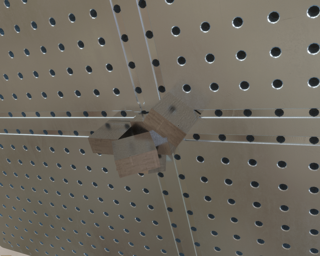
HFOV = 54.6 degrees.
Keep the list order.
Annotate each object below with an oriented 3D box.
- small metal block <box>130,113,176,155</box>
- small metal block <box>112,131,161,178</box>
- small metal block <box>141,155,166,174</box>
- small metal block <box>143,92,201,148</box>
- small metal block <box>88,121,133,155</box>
[{"bbox_3d":[-0.007,0.008,0.420,0.050,0.025,0.050,1,119,27],"label":"small metal block"},{"bbox_3d":[-0.031,0.032,0.386,0.050,0.050,0.025,-15,117,-6],"label":"small metal block"},{"bbox_3d":[-0.025,0.048,0.435,0.050,0.050,0.025,2,88,28],"label":"small metal block"},{"bbox_3d":[0.015,-0.012,0.380,0.050,0.050,0.025,37,128,3],"label":"small metal block"},{"bbox_3d":[-0.064,0.013,0.437,0.050,0.050,0.025,2,120,28],"label":"small metal block"}]
